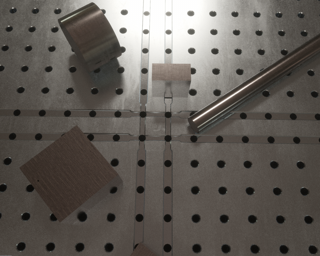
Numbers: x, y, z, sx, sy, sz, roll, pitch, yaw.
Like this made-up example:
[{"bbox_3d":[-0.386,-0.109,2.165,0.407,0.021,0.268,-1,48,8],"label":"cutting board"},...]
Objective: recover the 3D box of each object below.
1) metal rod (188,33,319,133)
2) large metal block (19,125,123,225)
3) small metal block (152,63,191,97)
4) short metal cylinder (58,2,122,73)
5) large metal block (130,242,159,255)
[{"bbox_3d":[0.169,-0.082,0.443,0.301,0.025,0.025,-32,74,-12],"label":"metal rod"},{"bbox_3d":[-0.104,0.058,0.376,0.080,0.050,0.080,-39,75,-13],"label":"large metal block"},{"bbox_3d":[0.015,-0.064,0.422,0.050,0.050,0.025,0,70,0],"label":"small metal block"},{"bbox_3d":[-0.096,-0.123,0.426,0.050,0.080,0.080,-33,74,-11],"label":"short metal cylinder"},{"bbox_3d":[-0.013,0.182,0.332,0.080,0.050,0.080,35,73,11],"label":"large metal block"}]
